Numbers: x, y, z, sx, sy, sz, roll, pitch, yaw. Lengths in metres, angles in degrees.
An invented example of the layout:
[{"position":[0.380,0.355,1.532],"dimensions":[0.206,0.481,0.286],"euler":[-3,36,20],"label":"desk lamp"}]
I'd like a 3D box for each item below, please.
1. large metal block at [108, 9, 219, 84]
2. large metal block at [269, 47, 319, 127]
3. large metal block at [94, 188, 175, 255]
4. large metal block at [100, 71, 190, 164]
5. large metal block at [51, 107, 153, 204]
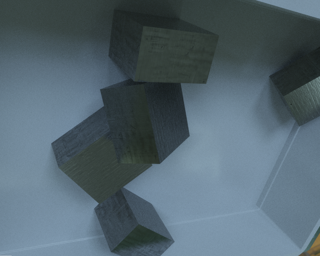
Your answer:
[{"position":[0.000,-0.085,0.322],"dimensions":[0.081,0.080,0.050],"euler":[-2,119,-28],"label":"large metal block"},{"position":[0.225,-0.060,0.465],"dimensions":[0.080,0.050,0.080],"euler":[-31,132,17],"label":"large metal block"},{"position":[-0.037,0.138,0.440],"dimensions":[0.050,0.080,0.080],"euler":[-46,130,3],"label":"large metal block"},{"position":[-0.012,-0.014,0.337],"dimensions":[0.080,0.050,0.079],"euler":[-36,119,-57],"label":"large metal block"},{"position":[-0.069,0.032,0.376],"dimensions":[0.080,0.050,0.080],"euler":[-36,130,-4],"label":"large metal block"}]
